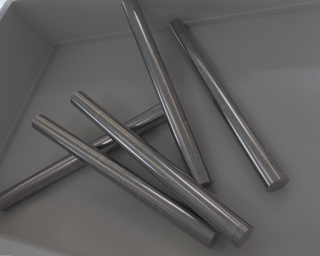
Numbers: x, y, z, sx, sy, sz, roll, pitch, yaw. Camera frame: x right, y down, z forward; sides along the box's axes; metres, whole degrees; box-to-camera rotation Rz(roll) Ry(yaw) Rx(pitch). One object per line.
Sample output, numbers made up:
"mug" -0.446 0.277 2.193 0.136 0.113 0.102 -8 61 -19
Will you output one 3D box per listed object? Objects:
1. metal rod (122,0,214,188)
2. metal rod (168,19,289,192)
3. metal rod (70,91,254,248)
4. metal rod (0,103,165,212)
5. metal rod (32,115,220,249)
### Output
"metal rod" 0.001 -0.063 0.406 0.025 0.025 0.299 -26 64 12
"metal rod" 0.071 -0.052 0.400 0.025 0.025 0.300 -30 52 9
"metal rod" -0.021 0.028 0.370 0.300 0.025 0.025 36 82 35
"metal rod" -0.116 0.044 0.439 0.300 0.025 0.025 -29 52 9
"metal rod" -0.061 0.051 0.383 0.300 0.025 0.025 27 76 29
